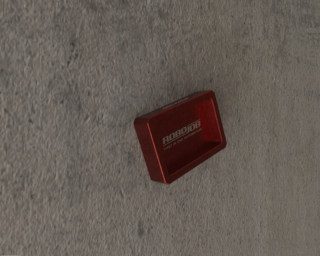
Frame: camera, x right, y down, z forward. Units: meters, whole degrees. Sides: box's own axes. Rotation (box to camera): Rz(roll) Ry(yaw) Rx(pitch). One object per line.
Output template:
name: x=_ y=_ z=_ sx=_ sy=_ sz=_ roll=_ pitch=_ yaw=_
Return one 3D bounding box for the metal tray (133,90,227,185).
metal tray: x=0.033 y=0.009 z=0.428 sx=0.131 sy=0.030 sz=0.090 roll=-26 pitch=107 yaw=-37
